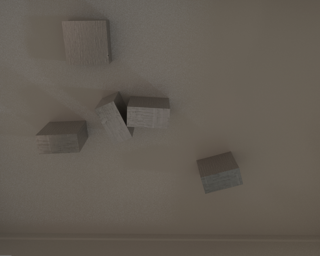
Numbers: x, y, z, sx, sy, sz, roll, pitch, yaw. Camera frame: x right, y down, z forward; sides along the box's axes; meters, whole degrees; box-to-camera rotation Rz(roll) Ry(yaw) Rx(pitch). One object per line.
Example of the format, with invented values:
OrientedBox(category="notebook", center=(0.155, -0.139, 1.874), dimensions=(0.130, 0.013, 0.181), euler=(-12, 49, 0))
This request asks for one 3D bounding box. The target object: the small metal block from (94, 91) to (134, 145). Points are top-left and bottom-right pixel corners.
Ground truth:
OrientedBox(category="small metal block", center=(-0.055, -0.014, 0.392), dimensions=(0.025, 0.050, 0.050), euler=(-23, 109, 8))

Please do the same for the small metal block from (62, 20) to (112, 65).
OrientedBox(category="small metal block", center=(-0.086, -0.103, 0.372), dimensions=(0.050, 0.025, 0.050), euler=(-1, 110, 0))

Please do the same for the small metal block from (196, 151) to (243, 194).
OrientedBox(category="small metal block", center=(0.080, 0.059, 0.420), dimensions=(0.050, 0.050, 0.025), euler=(-15, 110, 5))

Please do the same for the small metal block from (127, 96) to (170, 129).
OrientedBox(category="small metal block", center=(-0.014, -0.021, 0.390), dimensions=(0.050, 0.050, 0.025), euler=(3, 110, -1))

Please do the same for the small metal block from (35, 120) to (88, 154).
OrientedBox(category="small metal block", center=(-0.125, 0.011, 0.401), dimensions=(0.050, 0.050, 0.025), euler=(-2, 110, 1))
